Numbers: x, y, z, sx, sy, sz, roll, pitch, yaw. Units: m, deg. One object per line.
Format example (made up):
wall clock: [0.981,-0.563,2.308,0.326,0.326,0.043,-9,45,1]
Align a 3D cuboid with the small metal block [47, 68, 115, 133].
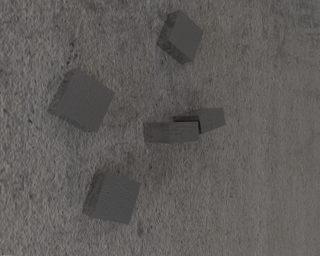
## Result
small metal block: [-0.084,-0.028,0.334,0.050,0.025,0.050,33,70,-35]

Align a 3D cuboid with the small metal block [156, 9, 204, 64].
small metal block: [0.029,-0.125,0.428,0.050,0.025,0.050,31,71,-36]

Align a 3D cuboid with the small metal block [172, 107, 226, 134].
small metal block: [0.055,-0.010,0.434,0.050,0.050,0.025,-18,102,-39]

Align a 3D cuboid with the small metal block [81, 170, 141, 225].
small metal block: [-0.055,0.080,0.358,0.050,0.025,0.050,26,74,-37]

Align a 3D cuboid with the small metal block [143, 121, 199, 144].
small metal block: [0.014,0.005,0.400,0.050,0.050,0.025,-3,92,-40]
